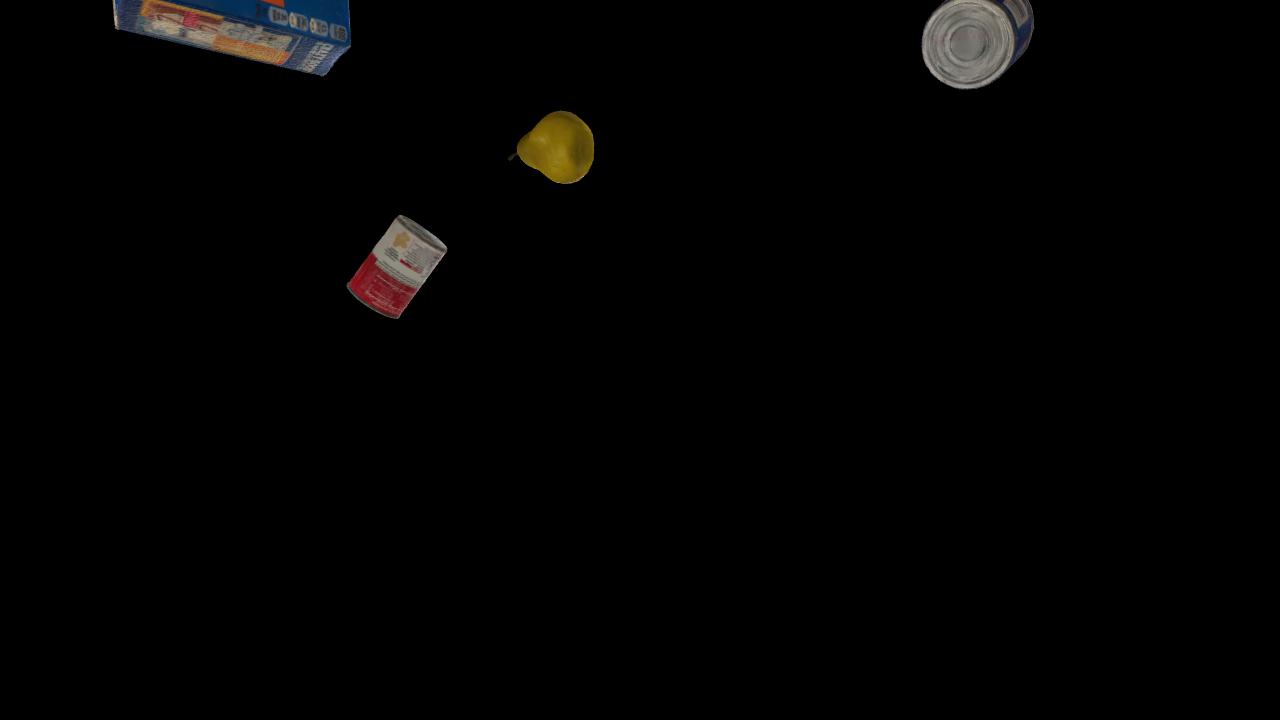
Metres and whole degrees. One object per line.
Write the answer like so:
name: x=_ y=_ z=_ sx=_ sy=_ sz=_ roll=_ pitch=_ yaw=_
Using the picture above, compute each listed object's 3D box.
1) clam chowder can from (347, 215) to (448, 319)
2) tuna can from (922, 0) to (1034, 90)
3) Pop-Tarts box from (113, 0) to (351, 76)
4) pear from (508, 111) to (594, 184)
clam chowder can: x=-0.280 y=-0.108 z=0.714 sx=0.068 sy=0.102 sz=0.068 roll=38 pitch=5 yaw=-4
tuna can: x=0.297 y=-0.286 z=0.545 sx=0.034 sy=0.084 sz=0.084 roll=-45 pitch=20 yaw=-21
Pop-Tarts box: x=-0.298 y=-0.320 z=0.449 sx=0.141 sy=0.167 sz=0.083 roll=-4 pitch=7 yaw=-41
pear: x=-0.109 y=-0.251 z=0.721 sx=0.111 sy=0.080 sz=0.080 roll=17 pitch=7 yaw=26
